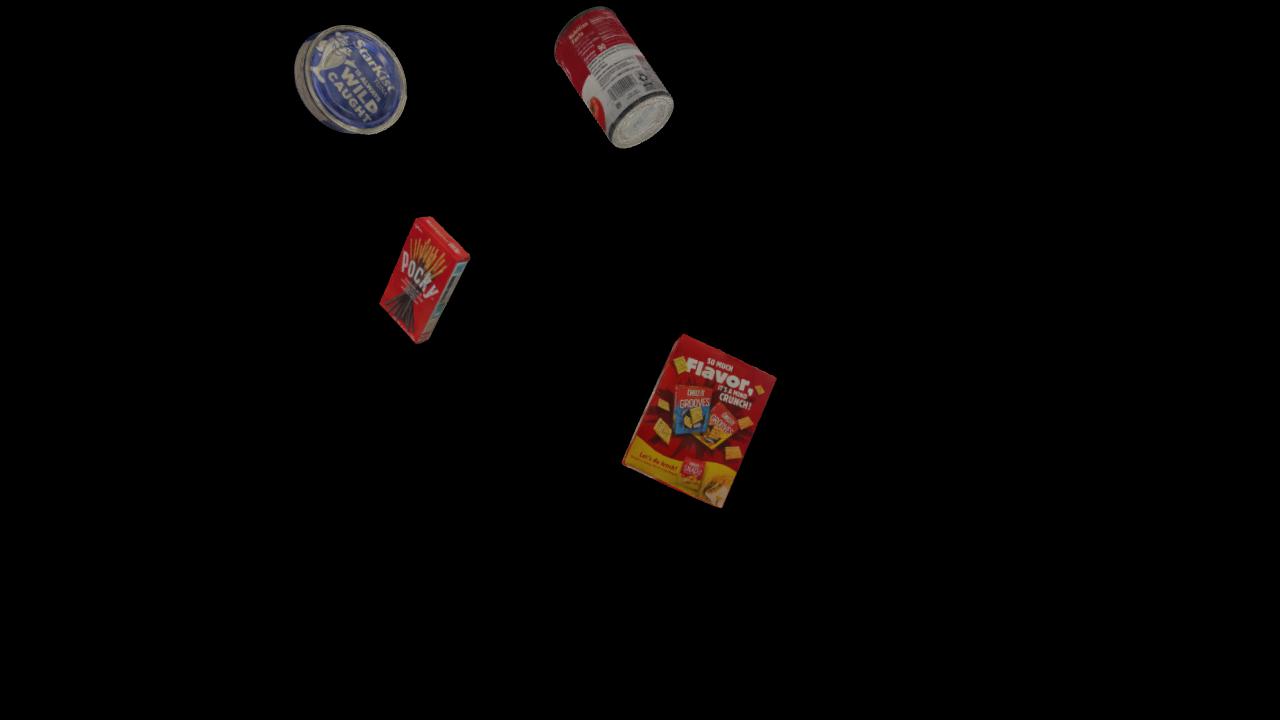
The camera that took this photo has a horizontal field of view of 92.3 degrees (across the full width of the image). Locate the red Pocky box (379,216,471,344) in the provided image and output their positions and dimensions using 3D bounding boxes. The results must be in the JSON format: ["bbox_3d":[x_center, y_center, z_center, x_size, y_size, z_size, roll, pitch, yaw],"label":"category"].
[{"bbox_3d":[-0.285,-0.103,0.806,0.155,0.083,0.028,-52,-13,31],"label":"red Pocky box"}]

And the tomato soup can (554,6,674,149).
[{"bbox_3d":[-0.022,-0.250,0.549,0.068,0.101,0.068,-32,-9,-6],"label":"tomato soup can"}]

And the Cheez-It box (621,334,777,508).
[{"bbox_3d":[0.090,0.093,0.955,0.166,0.223,0.071,25,-10,-3],"label":"Cheez-It box"}]

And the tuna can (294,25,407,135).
[{"bbox_3d":[-0.247,-0.238,0.526,0.034,0.084,0.084,19,13,42],"label":"tuna can"}]
